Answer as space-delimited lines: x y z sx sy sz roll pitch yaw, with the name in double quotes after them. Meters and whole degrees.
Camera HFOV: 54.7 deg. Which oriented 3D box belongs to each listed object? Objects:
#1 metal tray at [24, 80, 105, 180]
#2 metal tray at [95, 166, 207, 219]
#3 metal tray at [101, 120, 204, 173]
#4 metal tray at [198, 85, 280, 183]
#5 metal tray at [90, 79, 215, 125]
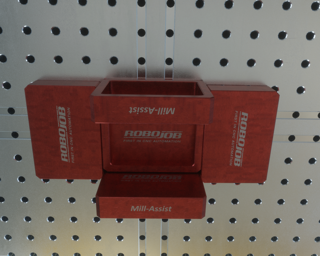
-0.121 0.004 0.410 0.091 0.030 0.129 1 110 -1 "metal tray"
-0.011 0.079 0.406 0.131 0.090 0.030 1 110 -1 "metal tray"
-0.010 0.013 0.413 0.131 0.030 0.089 1 110 -1 "metal tray"
0.101 0.010 0.414 0.091 0.030 0.129 1 110 -2 "metal tray"
-0.008 -0.034 0.366 0.131 0.090 0.030 1 110 -1 "metal tray"
